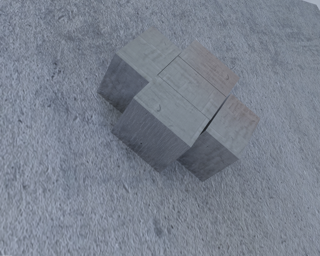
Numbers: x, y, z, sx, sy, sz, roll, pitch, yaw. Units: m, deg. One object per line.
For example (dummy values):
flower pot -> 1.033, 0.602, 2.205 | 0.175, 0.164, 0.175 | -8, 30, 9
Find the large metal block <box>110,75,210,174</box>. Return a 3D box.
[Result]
large metal block -> -0.002, -0.002, 0.372 | 0.080, 0.080, 0.050 | 41, 51, -1

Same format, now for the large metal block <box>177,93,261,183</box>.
large metal block -> 0.073, 0.014, 0.404 | 0.050, 0.080, 0.080 | 41, 51, -1

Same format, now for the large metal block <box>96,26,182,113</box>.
large metal block -> -0.028, -0.072, 0.401 | 0.050, 0.080, 0.080 | 41, 51, -1

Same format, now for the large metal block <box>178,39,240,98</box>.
large metal block -> 0.049, -0.061, 0.436 | 0.080, 0.080, 0.050 | 41, 51, -1

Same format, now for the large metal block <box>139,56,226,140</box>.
large metal block -> 0.024, -0.031, 0.404 | 0.080, 0.080, 0.050 | 41, 51, -1
